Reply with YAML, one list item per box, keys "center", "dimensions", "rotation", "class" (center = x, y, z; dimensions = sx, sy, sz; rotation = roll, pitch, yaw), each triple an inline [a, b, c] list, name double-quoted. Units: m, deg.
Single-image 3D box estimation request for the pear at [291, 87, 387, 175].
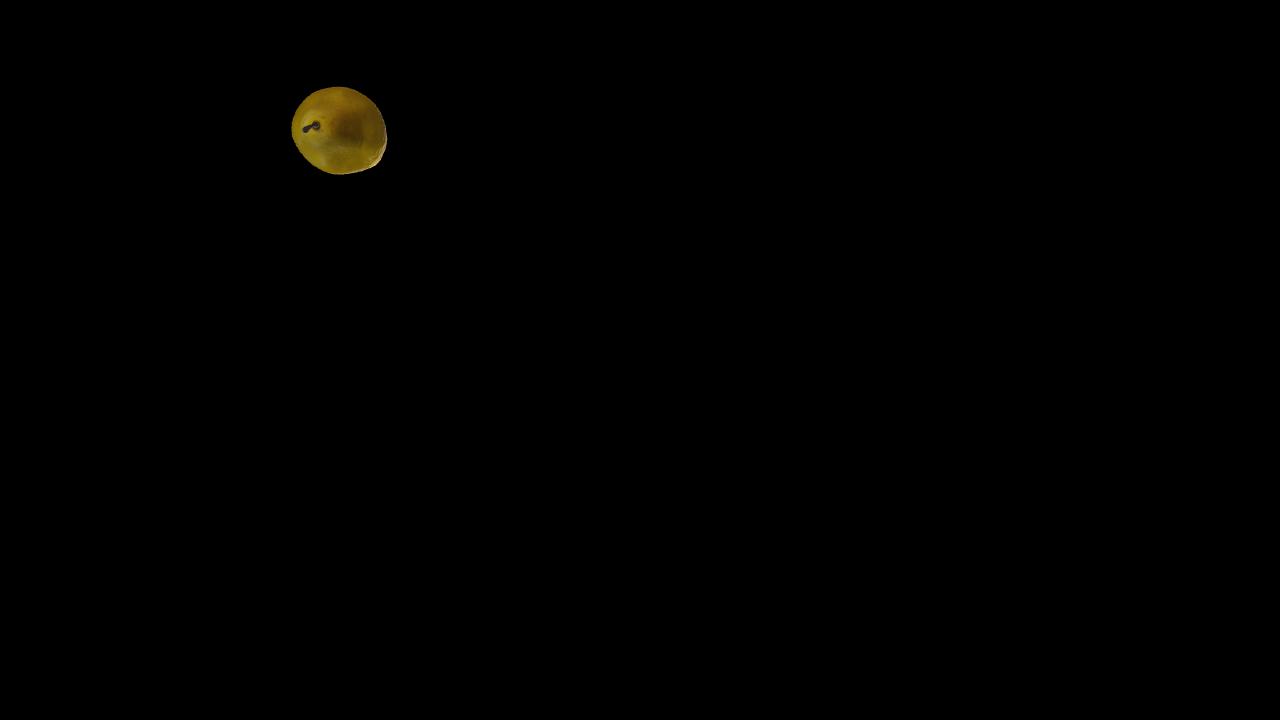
- center: [-0.267, -0.205, 0.539]
  dimensions: [0.080, 0.080, 0.111]
  rotation: [0, 9, -17]
  class: "pear"
